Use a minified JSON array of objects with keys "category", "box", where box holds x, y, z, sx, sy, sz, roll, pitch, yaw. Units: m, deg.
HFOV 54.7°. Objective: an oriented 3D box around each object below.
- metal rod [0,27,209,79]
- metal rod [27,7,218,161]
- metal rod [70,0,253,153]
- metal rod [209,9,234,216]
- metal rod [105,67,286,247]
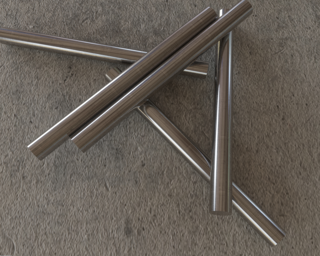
[{"category":"metal rod","box":[-0.082,-0.109,0.446,0.302,0.025,0.025,10,70,3]},{"category":"metal rod","box":[-0.039,-0.066,0.404,0.301,0.025,0.025,-41,75,-14]},{"category":"metal rod","box":[0.011,-0.075,0.406,0.301,0.025,0.025,-41,75,-13]},{"category":"metal rod","box":[0.083,-0.039,0.407,0.025,0.025,0.299,6,64,2]},{"category":"metal rod","box":[0.036,0.027,0.398,0.025,0.025,0.300,-42,76,-14]}]
